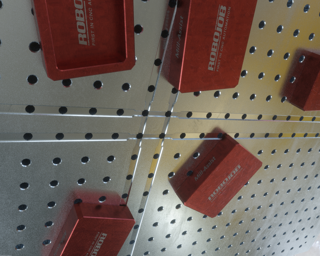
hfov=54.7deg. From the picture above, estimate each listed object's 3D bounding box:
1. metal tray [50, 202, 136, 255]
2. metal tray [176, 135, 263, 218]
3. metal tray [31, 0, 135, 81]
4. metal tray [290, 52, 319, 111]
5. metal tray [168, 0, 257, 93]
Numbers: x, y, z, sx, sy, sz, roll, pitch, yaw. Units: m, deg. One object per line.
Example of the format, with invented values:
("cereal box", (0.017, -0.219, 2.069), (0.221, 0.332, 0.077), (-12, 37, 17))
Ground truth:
("metal tray", (-0.104, 0.173, 0.460), (0.091, 0.030, 0.129), (16, 110, -35))
("metal tray", (0.100, 0.084, 0.517), (0.090, 0.030, 0.130), (34, 99, -39))
("metal tray", (-0.073, -0.116, 0.296), (0.091, 0.030, 0.129), (-13, 124, -22))
("metal tray", (0.291, -0.076, 0.523), (0.131, 0.030, 0.089), (-3, 120, -27))
("metal tray", (0.063, -0.111, 0.376), (0.091, 0.030, 0.129), (-9, 122, -24))
